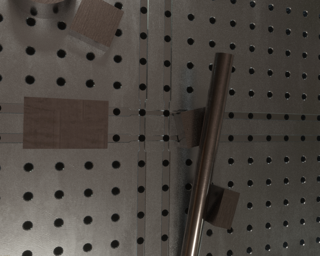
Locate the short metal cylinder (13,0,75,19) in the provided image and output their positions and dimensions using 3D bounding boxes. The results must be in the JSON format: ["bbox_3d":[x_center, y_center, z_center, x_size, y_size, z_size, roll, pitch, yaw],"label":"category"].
[{"bbox_3d":[-0.133,-0.172,0.350,0.081,0.050,0.079,0,90,-21],"label":"short metal cylinder"}]

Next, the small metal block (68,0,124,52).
[{"bbox_3d":[-0.079,-0.130,0.384,0.050,0.025,0.050,23,82,-19],"label":"small metal block"}]

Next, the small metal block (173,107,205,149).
[{"bbox_3d":[0.051,-0.002,0.433,0.050,0.025,0.050,-13,95,-20],"label":"small metal block"}]

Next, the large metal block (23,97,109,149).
[{"bbox_3d":[-0.106,-0.004,0.345,0.081,0.080,0.050,1,90,-20],"label":"large metal block"}]

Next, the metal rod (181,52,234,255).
[{"bbox_3d":[0.060,0.052,0.414,0.025,0.025,0.298,7,96,-20],"label":"metal rod"}]

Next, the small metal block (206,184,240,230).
[{"bbox_3d":[0.080,0.107,0.431,0.025,0.050,0.050,19,84,-20],"label":"small metal block"}]
